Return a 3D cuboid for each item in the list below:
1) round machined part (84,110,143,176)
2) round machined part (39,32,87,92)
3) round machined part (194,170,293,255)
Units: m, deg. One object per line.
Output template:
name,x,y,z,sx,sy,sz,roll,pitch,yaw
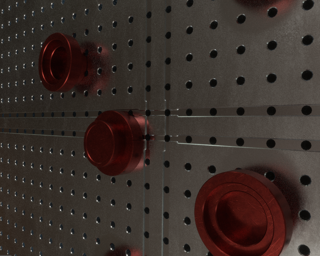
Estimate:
round machined part,-0.075,0.022,0.458,0.098,0.042,0.097,0,90,39
round machined part,-0.163,-0.109,0.529,0.098,0.042,0.097,0,90,39
round machined part,0.088,0.092,0.324,0.098,0.042,0.097,0,90,39
